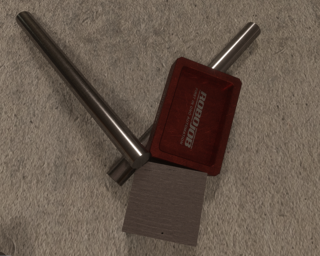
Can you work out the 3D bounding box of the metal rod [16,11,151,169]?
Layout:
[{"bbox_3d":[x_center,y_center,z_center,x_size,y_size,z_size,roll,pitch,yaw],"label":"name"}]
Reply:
[{"bbox_3d":[-0.112,-0.064,0.403,0.025,0.025,0.300,-37,64,-13],"label":"metal rod"}]

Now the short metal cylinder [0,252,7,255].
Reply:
[{"bbox_3d":[-0.186,0.174,0.313,0.050,0.080,0.080,-14,71,-5],"label":"short metal cylinder"}]

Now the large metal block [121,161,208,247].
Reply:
[{"bbox_3d":[0.006,0.089,0.363,0.080,0.050,0.080,11,70,3],"label":"large metal block"}]

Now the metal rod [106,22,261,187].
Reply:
[{"bbox_3d":[0.041,-0.042,0.423,0.025,0.025,0.301,39,74,13],"label":"metal rod"}]

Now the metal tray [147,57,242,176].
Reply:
[{"bbox_3d":[0.043,-0.013,0.390,0.091,0.030,0.130,19,78,-10],"label":"metal tray"}]
